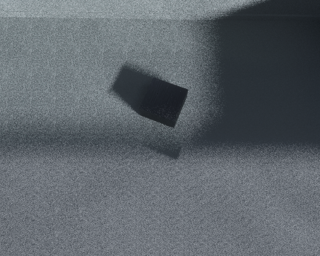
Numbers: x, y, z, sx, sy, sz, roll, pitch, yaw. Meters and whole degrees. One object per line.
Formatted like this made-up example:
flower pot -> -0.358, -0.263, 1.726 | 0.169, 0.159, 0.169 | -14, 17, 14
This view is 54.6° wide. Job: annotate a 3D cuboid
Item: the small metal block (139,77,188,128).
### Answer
small metal block -> 0.005, -0.035, 0.422 | 0.050, 0.025, 0.050 | 21, 71, 7
